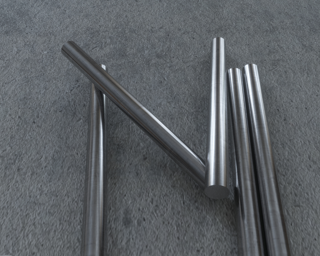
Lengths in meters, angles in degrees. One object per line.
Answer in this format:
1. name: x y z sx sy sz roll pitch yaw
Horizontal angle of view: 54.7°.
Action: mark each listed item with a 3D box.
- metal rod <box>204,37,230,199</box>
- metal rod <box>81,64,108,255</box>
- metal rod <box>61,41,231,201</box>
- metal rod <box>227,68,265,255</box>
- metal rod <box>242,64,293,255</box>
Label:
1. metal rod: 0.078 -0.039 0.416 0.025 0.025 0.300 6 44 5
2. metal rod: -0.077 0.026 0.380 0.025 0.025 0.300 -5 50 -4
3. metal rod: -0.032 -0.023 0.399 0.025 0.025 0.300 -36 65 -26
4. metal rod: 0.099 0.033 0.376 0.025 0.025 0.300 4 50 3
5. metal rod: 0.127 0.025 0.382 0.025 0.025 0.300 4 50 3
